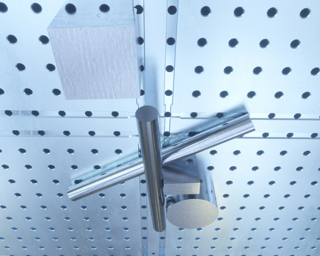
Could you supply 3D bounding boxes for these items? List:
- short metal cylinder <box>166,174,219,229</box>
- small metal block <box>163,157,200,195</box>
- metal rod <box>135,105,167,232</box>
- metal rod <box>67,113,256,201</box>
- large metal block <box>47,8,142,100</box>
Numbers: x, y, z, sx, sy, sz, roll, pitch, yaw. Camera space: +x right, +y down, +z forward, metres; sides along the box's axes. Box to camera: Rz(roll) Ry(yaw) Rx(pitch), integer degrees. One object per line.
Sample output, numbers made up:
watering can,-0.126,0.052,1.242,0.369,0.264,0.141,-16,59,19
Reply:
short metal cylinder,0.050,0.118,0.496,0.081,0.050,0.079,0,130,0
small metal block,0.031,0.070,0.455,0.050,0.050,0.025,-2,130,1
metal rod,-0.007,0.081,0.450,0.025,0.025,0.298,-2,140,1
metal rod,-0.010,0.049,0.453,0.300,0.025,0.025,-24,127,18
large metal block,-0.063,-0.078,0.328,0.081,0.050,0.079,-1,130,0
